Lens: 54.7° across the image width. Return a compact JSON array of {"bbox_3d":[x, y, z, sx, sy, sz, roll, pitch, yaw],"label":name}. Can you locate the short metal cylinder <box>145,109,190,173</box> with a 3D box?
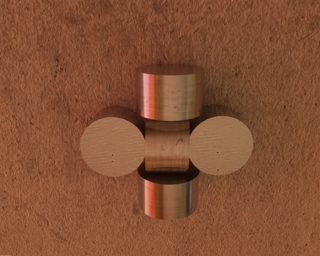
[{"bbox_3d":[0.008,0.016,0.388,0.050,0.080,0.079,1,110,0],"label":"short metal cylinder"}]

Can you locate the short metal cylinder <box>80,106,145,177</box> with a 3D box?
[{"bbox_3d":[-0.058,0.016,0.403,0.081,0.050,0.079,0,110,-1],"label":"short metal cylinder"}]

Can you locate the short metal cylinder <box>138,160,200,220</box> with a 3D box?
[{"bbox_3d":[0.011,0.077,0.411,0.081,0.080,0.050,0,110,0],"label":"short metal cylinder"}]

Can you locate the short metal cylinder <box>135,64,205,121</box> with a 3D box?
[{"bbox_3d":[0.012,-0.045,0.366,0.081,0.080,0.050,0,110,0],"label":"short metal cylinder"}]

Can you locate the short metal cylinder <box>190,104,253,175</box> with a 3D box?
[{"bbox_3d":[0.074,0.014,0.403,0.081,0.050,0.079,0,111,0],"label":"short metal cylinder"}]
